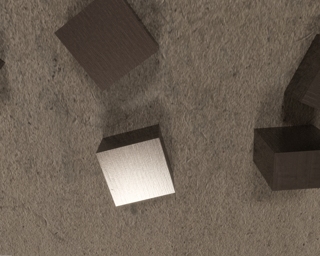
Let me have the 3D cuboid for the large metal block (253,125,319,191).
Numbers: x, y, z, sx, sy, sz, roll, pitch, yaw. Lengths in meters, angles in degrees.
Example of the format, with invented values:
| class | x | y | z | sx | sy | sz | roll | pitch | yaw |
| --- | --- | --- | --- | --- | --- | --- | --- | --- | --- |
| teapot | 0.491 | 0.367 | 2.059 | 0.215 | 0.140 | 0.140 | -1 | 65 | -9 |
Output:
| class | x | y | z | sx | sy | sz | roll | pitch | yaw |
| --- | --- | --- | --- | --- | --- | --- | --- | --- | --- |
| large metal block | 0.172 | 0.035 | 0.396 | 0.081 | 0.080 | 0.050 | -4 | 110 | 1 |

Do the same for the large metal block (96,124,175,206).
| class | x | y | z | sx | sy | sz | roll | pitch | yaw |
| --- | --- | --- | --- | --- | --- | --- | --- | --- | --- |
| large metal block | -0.030 | 0.049 | 0.414 | 0.080 | 0.050 | 0.080 | -14 | 110 | 5 |

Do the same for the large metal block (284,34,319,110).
| class | x | y | z | sx | sy | sz | roll | pitch | yaw |
| --- | --- | --- | --- | --- | --- | --- | --- | --- | --- |
| large metal block | 0.216 | -0.060 | 0.378 | 0.080 | 0.050 | 0.079 | 21 | 109 | -8 |

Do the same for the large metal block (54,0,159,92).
| class | x | y | z | sx | sy | sz | roll | pitch | yaw |
| --- | --- | --- | --- | --- | --- | --- | --- | --- | --- |
| large metal block | -0.057 | -0.102 | 0.358 | 0.080 | 0.050 | 0.080 | -34 | 107 | 11 |

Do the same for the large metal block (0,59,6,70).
| class | x | y | z | sx | sy | sz | roll | pitch | yaw |
| --- | --- | --- | --- | --- | --- | --- | --- | --- | --- |
| large metal block | -0.251 | -0.072 | 0.366 | 0.080 | 0.050 | 0.080 | 41 | 105 | -14 |
